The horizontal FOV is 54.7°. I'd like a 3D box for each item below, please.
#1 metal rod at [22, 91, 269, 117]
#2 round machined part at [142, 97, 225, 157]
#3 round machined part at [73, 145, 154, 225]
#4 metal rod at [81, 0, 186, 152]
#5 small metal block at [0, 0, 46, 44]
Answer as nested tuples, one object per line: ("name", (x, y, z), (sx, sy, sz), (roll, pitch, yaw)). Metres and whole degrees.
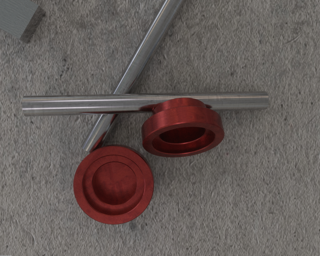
("metal rod", (-0.011, -0.031, 0.390), (0.302, 0.025, 0.025), (-2, 90, -8))
("round machined part", (0.026, -0.002, 0.380), (0.099, 0.098, 0.042), (-6, 63, 0))
("round machined part", (-0.057, 0.069, 0.399), (0.099, 0.042, 0.097), (0, 93, -2))
("metal rod", (-0.019, -0.100, 0.409), (0.025, 0.025, 0.299), (29, 90, 0))
("small metal block", (-0.189, -0.148, 0.408), (0.050, 0.025, 0.050), (29, 90, 0))
